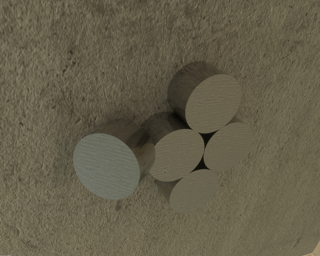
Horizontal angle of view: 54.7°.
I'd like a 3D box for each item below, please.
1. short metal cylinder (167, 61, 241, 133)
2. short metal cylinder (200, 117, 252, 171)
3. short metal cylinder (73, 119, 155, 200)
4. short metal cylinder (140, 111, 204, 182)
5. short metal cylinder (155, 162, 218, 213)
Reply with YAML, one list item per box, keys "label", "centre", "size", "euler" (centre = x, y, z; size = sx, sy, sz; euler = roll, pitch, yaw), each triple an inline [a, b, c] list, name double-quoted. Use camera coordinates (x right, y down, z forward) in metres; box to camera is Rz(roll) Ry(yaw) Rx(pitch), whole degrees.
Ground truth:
- label: "short metal cylinder"
  centre: [0.056, -0.040, 0.398]
  size: [0.081, 0.050, 0.079]
  euler: [-14, 124, -21]
- label: "short metal cylinder"
  centre: [0.085, 0.015, 0.448]
  size: [0.081, 0.050, 0.079]
  euler: [-14, 124, -21]
- label: "short metal cylinder"
  centre: [-0.051, 0.035, 0.359]
  size: [0.080, 0.050, 0.079]
  euler: [6, 111, 17]
- label: "short metal cylinder"
  centre: [0.011, 0.024, 0.413]
  size: [0.081, 0.050, 0.079]
  euler: [-14, 124, -21]
- label: "short metal cylinder"
  centre: [0.039, 0.080, 0.463]
  size: [0.081, 0.050, 0.079]
  euler: [-14, 124, -21]
